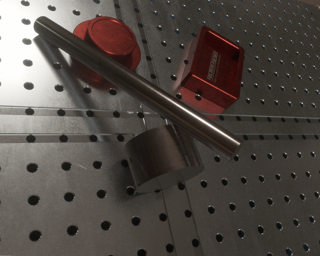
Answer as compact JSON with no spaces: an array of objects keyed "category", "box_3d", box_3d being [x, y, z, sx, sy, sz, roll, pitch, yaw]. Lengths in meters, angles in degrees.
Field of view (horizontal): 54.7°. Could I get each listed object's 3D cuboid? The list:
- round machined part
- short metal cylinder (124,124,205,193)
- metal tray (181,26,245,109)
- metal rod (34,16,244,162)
[{"category":"round machined part","box_3d":[-0.072,-0.115,0.430,0.099,0.042,0.098,14,56,-21]},{"category":"short metal cylinder","box_3d":[0.004,0.036,0.354,0.081,0.080,0.050,-6,65,-31]},{"category":"metal tray","box_3d":[0.093,-0.105,0.521,0.090,0.030,0.130,26,52,-12]},{"category":"metal rod","box_3d":[-0.040,-0.057,0.356,0.300,0.025,0.025,34,48,21]}]
